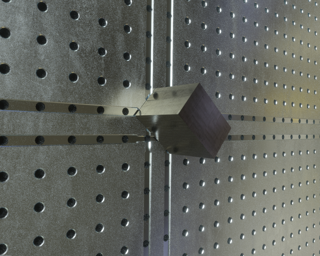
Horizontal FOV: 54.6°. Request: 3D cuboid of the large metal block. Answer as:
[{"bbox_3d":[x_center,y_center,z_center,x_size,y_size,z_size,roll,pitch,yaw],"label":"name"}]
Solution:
[{"bbox_3d":[0.030,-0.008,0.397,0.080,0.080,0.050,49,61,-29],"label":"large metal block"}]
